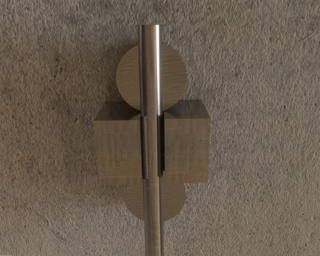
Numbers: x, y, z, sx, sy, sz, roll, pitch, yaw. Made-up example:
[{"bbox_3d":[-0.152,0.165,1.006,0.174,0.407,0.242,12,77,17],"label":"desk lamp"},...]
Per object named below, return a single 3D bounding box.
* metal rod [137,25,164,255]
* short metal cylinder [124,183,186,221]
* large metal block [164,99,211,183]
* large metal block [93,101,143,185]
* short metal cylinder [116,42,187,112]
[{"bbox_3d":[-0.009,0.034,0.369,0.025,0.025,0.298,-1,110,0],"label":"metal rod"},{"bbox_3d":[-0.007,0.082,0.428,0.081,0.050,0.079,0,110,0],"label":"short metal cylinder"},{"bbox_3d":[0.030,0.013,0.387,0.050,0.080,0.079,-1,110,0],"label":"large metal block"},{"bbox_3d":[-0.047,0.015,0.387,0.050,0.080,0.079,-1,110,0],"label":"large metal block"},{"bbox_3d":[-0.009,-0.064,0.374,0.081,0.050,0.079,0,110,0],"label":"short metal cylinder"}]
